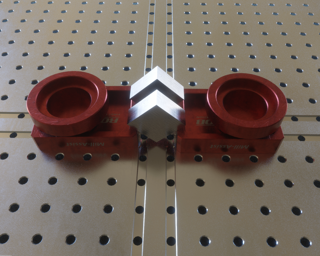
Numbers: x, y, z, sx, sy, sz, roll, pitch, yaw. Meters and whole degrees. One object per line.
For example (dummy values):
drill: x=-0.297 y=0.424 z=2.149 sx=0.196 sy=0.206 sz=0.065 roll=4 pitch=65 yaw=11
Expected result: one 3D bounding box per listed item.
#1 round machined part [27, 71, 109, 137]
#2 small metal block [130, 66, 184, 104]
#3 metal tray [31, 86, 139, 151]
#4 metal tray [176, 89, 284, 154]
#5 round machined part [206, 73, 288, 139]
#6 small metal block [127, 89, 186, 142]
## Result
round machined part: x=-0.115 y=-0.026 z=0.402 sx=0.099 sy=0.042 sz=0.098 roll=0 pitch=50 yaw=0
small metal block: x=-0.004 y=-0.047 z=0.412 sx=0.050 sy=0.050 sz=0.025 roll=-32 pitch=40 yaw=33
metal tray: x=-0.094 y=-0.015 z=0.417 sx=0.131 sy=0.030 sz=0.090 roll=0 pitch=52 yaw=-1
metal tray: x=0.087 y=-0.011 z=0.415 sx=0.131 sy=0.030 sz=0.090 roll=1 pitch=50 yaw=0
round machined part: x=0.108 y=-0.024 z=0.401 sx=0.099 sy=0.042 sz=0.098 roll=0 pitch=50 yaw=0
small metal block: x=-0.004 y=-0.013 z=0.383 sx=0.050 sy=0.050 sz=0.025 roll=-32 pitch=40 yaw=33
